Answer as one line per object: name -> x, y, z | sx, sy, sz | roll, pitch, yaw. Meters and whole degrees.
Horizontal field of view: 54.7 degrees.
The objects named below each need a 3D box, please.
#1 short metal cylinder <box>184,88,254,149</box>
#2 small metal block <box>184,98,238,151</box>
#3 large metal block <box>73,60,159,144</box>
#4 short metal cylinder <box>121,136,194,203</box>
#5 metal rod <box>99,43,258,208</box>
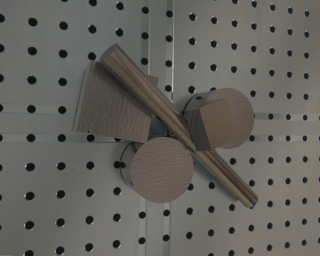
short metal cylinder -> 0.080, -0.013, 0.425 | 0.081, 0.050, 0.079 | 0, 90, -20
small metal block -> 0.062, -0.004, 0.371 | 0.050, 0.025, 0.050 | -22, 98, -37
large metal block -> -0.054, -0.028, 0.374 | 0.081, 0.050, 0.080 | 12, 86, -20
short metal cylinder -> -0.005, 0.050, 0.394 | 0.081, 0.050, 0.079 | 0, 90, -20
metal rod -> 0.041, 0.015, 0.387 | 0.300, 0.025, 0.025 | 45, 76, -29
